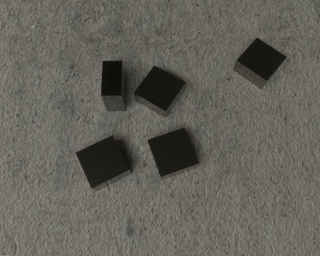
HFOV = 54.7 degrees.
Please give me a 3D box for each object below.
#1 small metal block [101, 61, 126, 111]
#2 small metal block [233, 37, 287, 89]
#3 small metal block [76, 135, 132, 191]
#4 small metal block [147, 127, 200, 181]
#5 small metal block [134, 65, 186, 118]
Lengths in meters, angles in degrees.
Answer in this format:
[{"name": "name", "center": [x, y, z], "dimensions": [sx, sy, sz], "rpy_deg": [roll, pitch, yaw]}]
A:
[{"name": "small metal block", "center": [-0.061, -0.055, 0.414], "dimensions": [0.025, 0.050, 0.050], "rpy_deg": [-1, 70, 0]}, {"name": "small metal block", "center": [0.142, -0.092, 0.443], "dimensions": [0.050, 0.025, 0.050], "rpy_deg": [39, 74, 13]}, {"name": "small metal block", "center": [-0.071, 0.045, 0.391], "dimensions": [0.050, 0.025, 0.050], "rpy_deg": [-26, 72, -9]}, {"name": "small metal block", "center": [0.016, 0.033, 0.396], "dimensions": [0.050, 0.025, 0.050], "rpy_deg": [-18, 71, -7]}, {"name": "small metal block", "center": [0.000, -0.050, 0.426], "dimensions": [0.050, 0.025, 0.050], "rpy_deg": [31, 73, 10]}]
